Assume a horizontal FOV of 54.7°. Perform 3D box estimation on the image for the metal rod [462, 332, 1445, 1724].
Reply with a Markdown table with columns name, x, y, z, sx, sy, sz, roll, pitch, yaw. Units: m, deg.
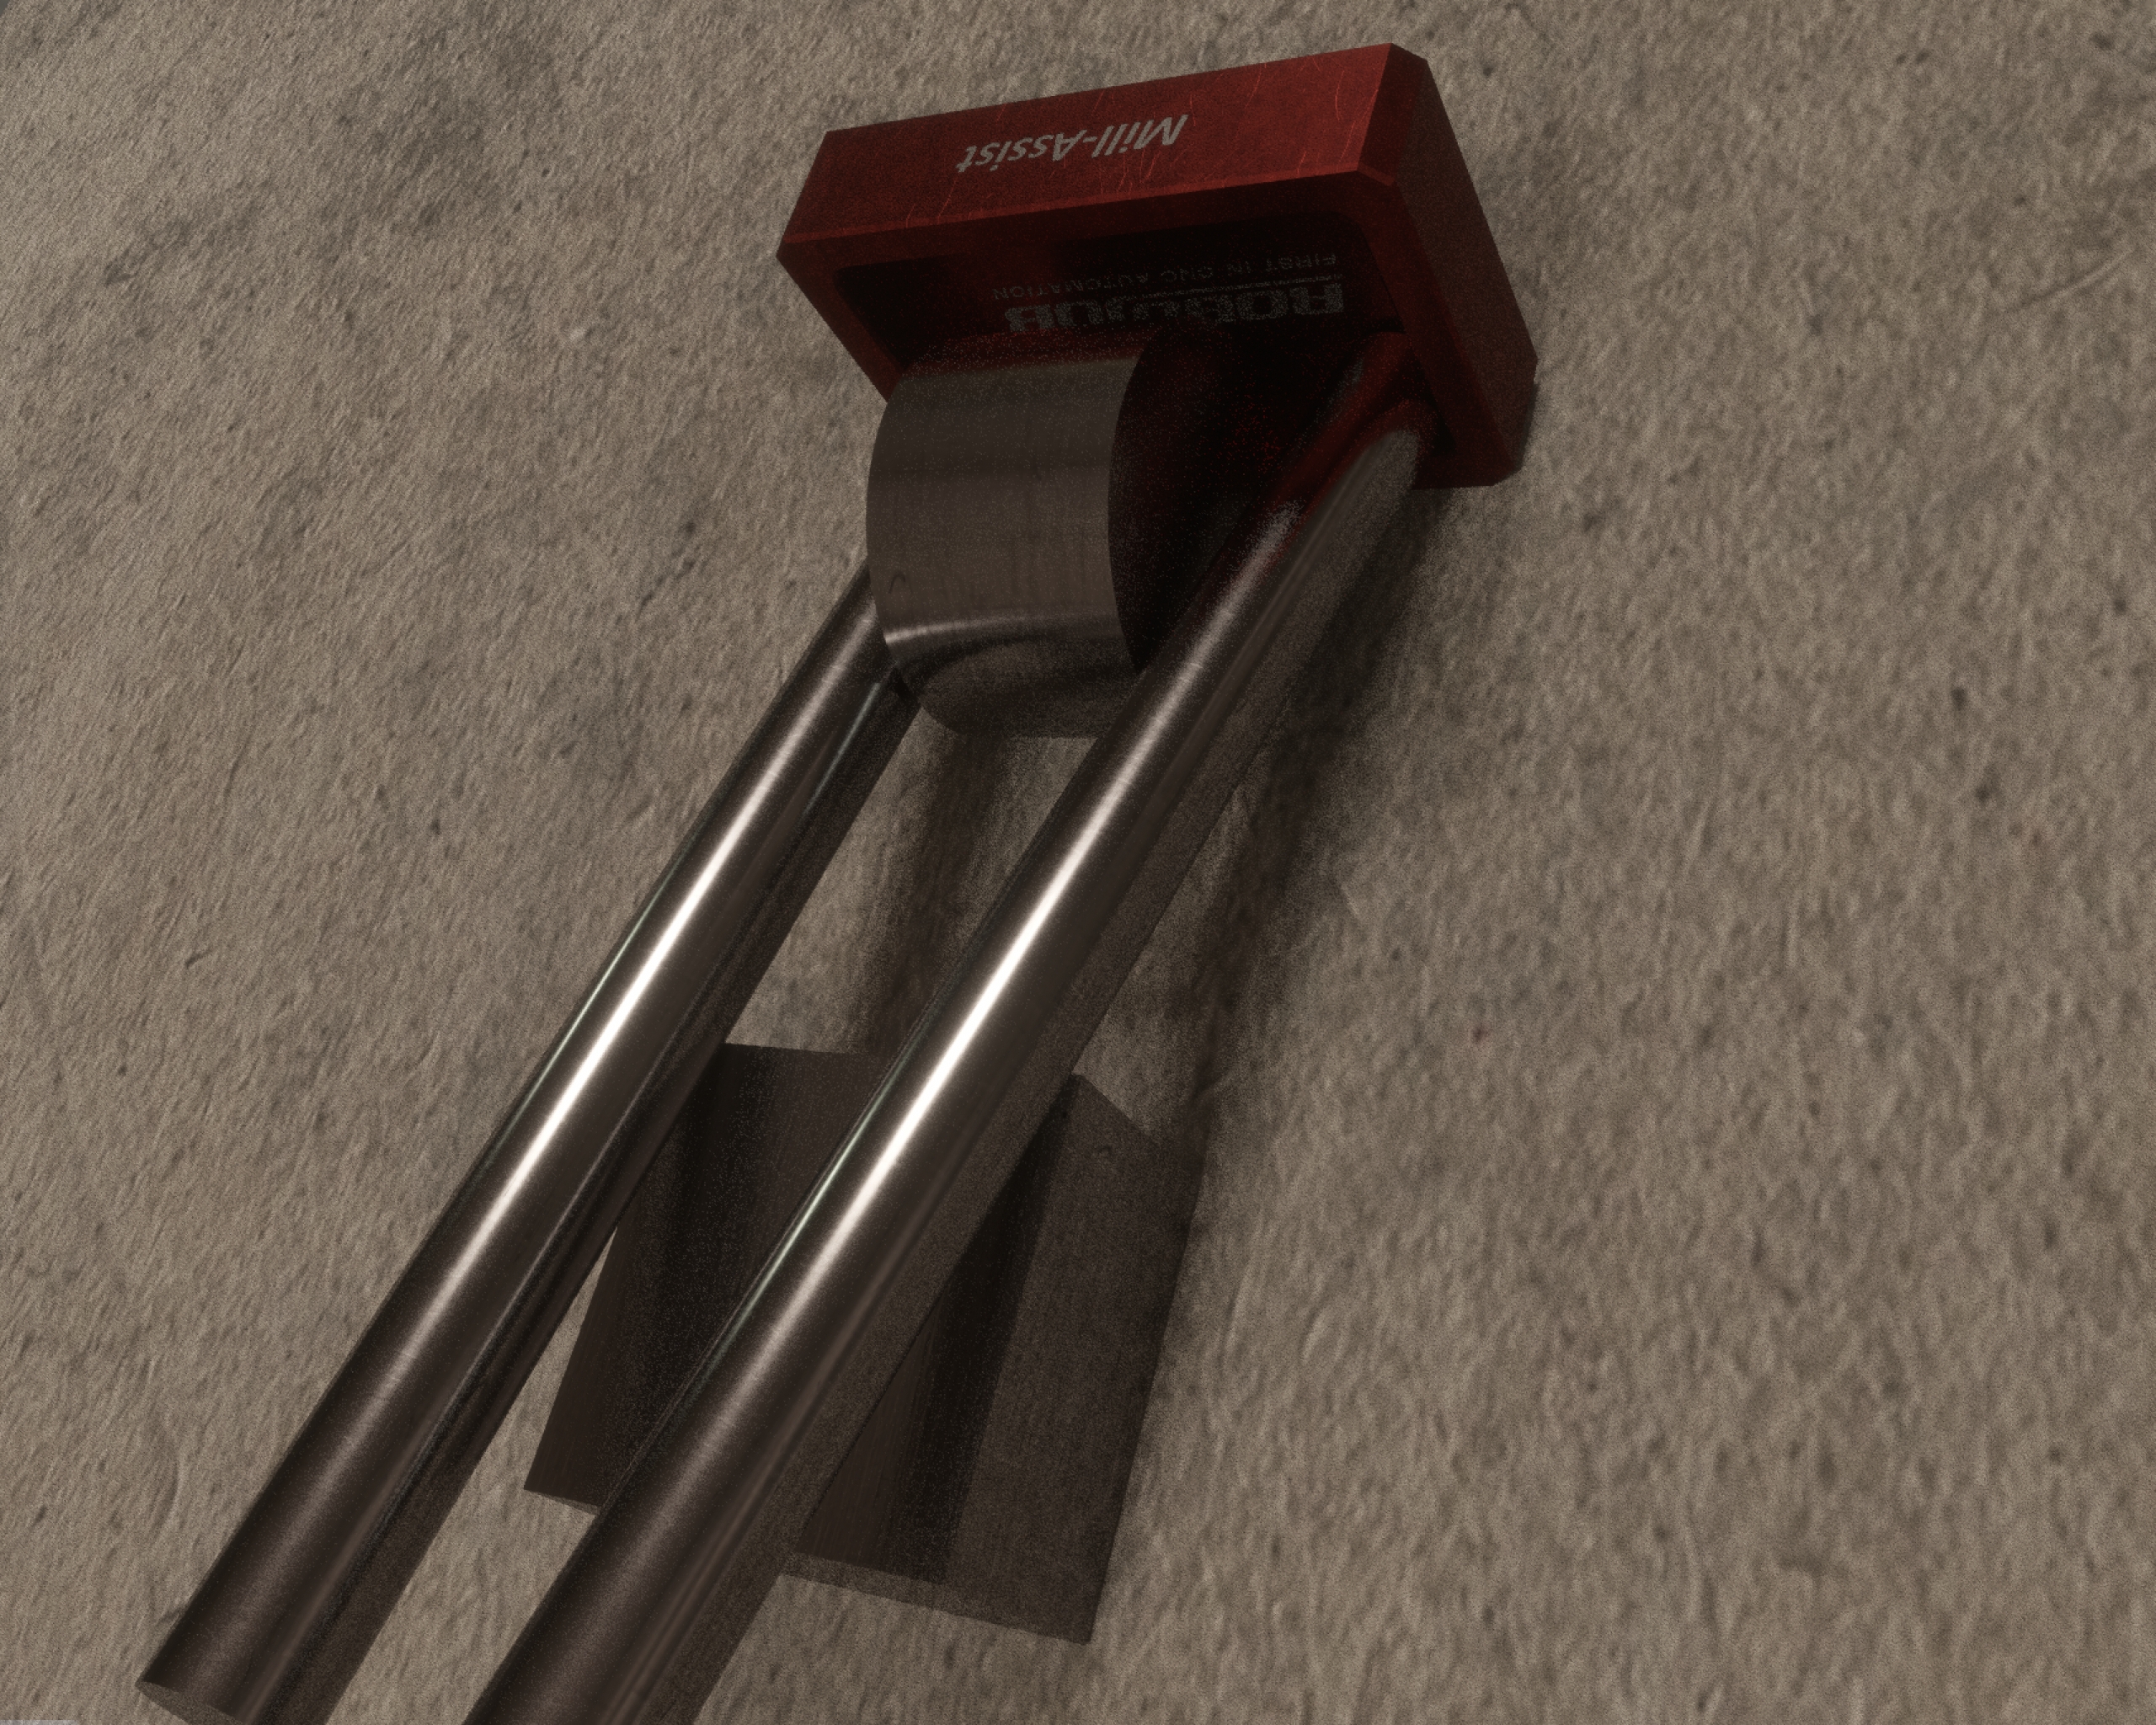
| name | x | y | z | sx | sy | sz | roll | pitch | yaw |
| --- | --- | --- | --- | --- | --- | --- | --- | --- | --- |
| metal rod | -0.002 | 0.011 | 0.339 | 0.025 | 0.025 | 0.301 | 9 | 51 | 32 |

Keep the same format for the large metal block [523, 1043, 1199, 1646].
| name | x | y | z | sx | sy | sz | roll | pitch | yaw |
| --- | --- | --- | --- | --- | --- | --- | --- | --- | --- |
| large metal block | -0.034 | 0.079 | 0.355 | 0.080 | 0.050 | 0.080 | 2 | 63 | 28 |

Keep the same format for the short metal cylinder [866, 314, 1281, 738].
| name | x | y | z | sx | sy | sz | roll | pitch | yaw |
| --- | --- | --- | --- | --- | --- | --- | --- | --- | --- |
| short metal cylinder | 0.002 | -0.064 | 0.408 | 0.050 | 0.080 | 0.080 | 2 | 63 | 28 |

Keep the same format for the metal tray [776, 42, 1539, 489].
| name | x | y | z | sx | sy | sz | roll | pitch | yaw |
| --- | --- | --- | --- | --- | --- | --- | --- | --- | --- |
| metal tray | 0.017 | -0.112 | 0.422 | 0.130 | 0.090 | 0.030 | 2 | 63 | 29 |

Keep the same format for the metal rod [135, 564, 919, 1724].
| name | x | y | z | sx | sy | sz | roll | pitch | yaw |
| --- | --- | --- | --- | --- | --- | --- | --- | --- | --- |
| metal rod | -0.064 | 0.009 | 0.373 | 0.025 | 0.025 | 0.301 | 2 | 47 | 29 |
